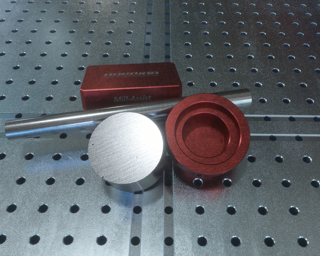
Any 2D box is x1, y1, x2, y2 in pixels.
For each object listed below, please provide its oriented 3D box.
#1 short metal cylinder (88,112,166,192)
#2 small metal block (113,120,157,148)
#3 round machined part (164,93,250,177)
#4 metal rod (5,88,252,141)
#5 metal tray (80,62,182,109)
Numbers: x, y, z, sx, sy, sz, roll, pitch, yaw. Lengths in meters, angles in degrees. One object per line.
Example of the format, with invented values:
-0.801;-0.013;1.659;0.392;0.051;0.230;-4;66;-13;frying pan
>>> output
-0.035;0.029;0.352;0.080;0.050;0.080;-2;68;5;short metal cylinder
-0.035;0.009;0.410;0.050;0.025;0.050;14;51;11;small metal block
0.054;0.011;0.373;0.099;0.042;0.098;1;72;-4;round machined part
-0.032;-0.019;0.389;0.302;0.025;0.025;-8;51;-8;metal rod
-0.040;-0.061;0.437;0.131;0.030;0.090;-3;32;-4;metal tray
